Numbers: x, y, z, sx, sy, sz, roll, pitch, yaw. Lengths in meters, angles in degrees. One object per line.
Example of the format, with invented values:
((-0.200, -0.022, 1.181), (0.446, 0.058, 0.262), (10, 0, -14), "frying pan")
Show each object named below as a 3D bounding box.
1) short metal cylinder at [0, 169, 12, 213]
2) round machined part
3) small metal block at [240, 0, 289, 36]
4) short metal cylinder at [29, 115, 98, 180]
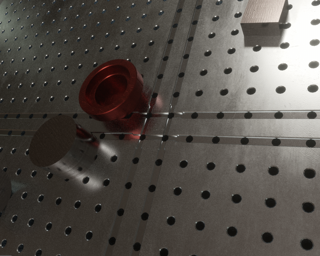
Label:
((-0.271, 0.093, 0.455), (0.050, 0.080, 0.080), (4, 64, 30), "short metal cylinder")
((-0.068, -0.052, 0.463), (0.098, 0.042, 0.098), (-13, 56, 20), "round machined part")
((0.145, -0.155, 0.427), (0.050, 0.025, 0.050), (10, 67, 32), "small metal block")
((-0.138, 0.028, 0.445), (0.080, 0.050, 0.080), (-13, 56, 20), "short metal cylinder")
